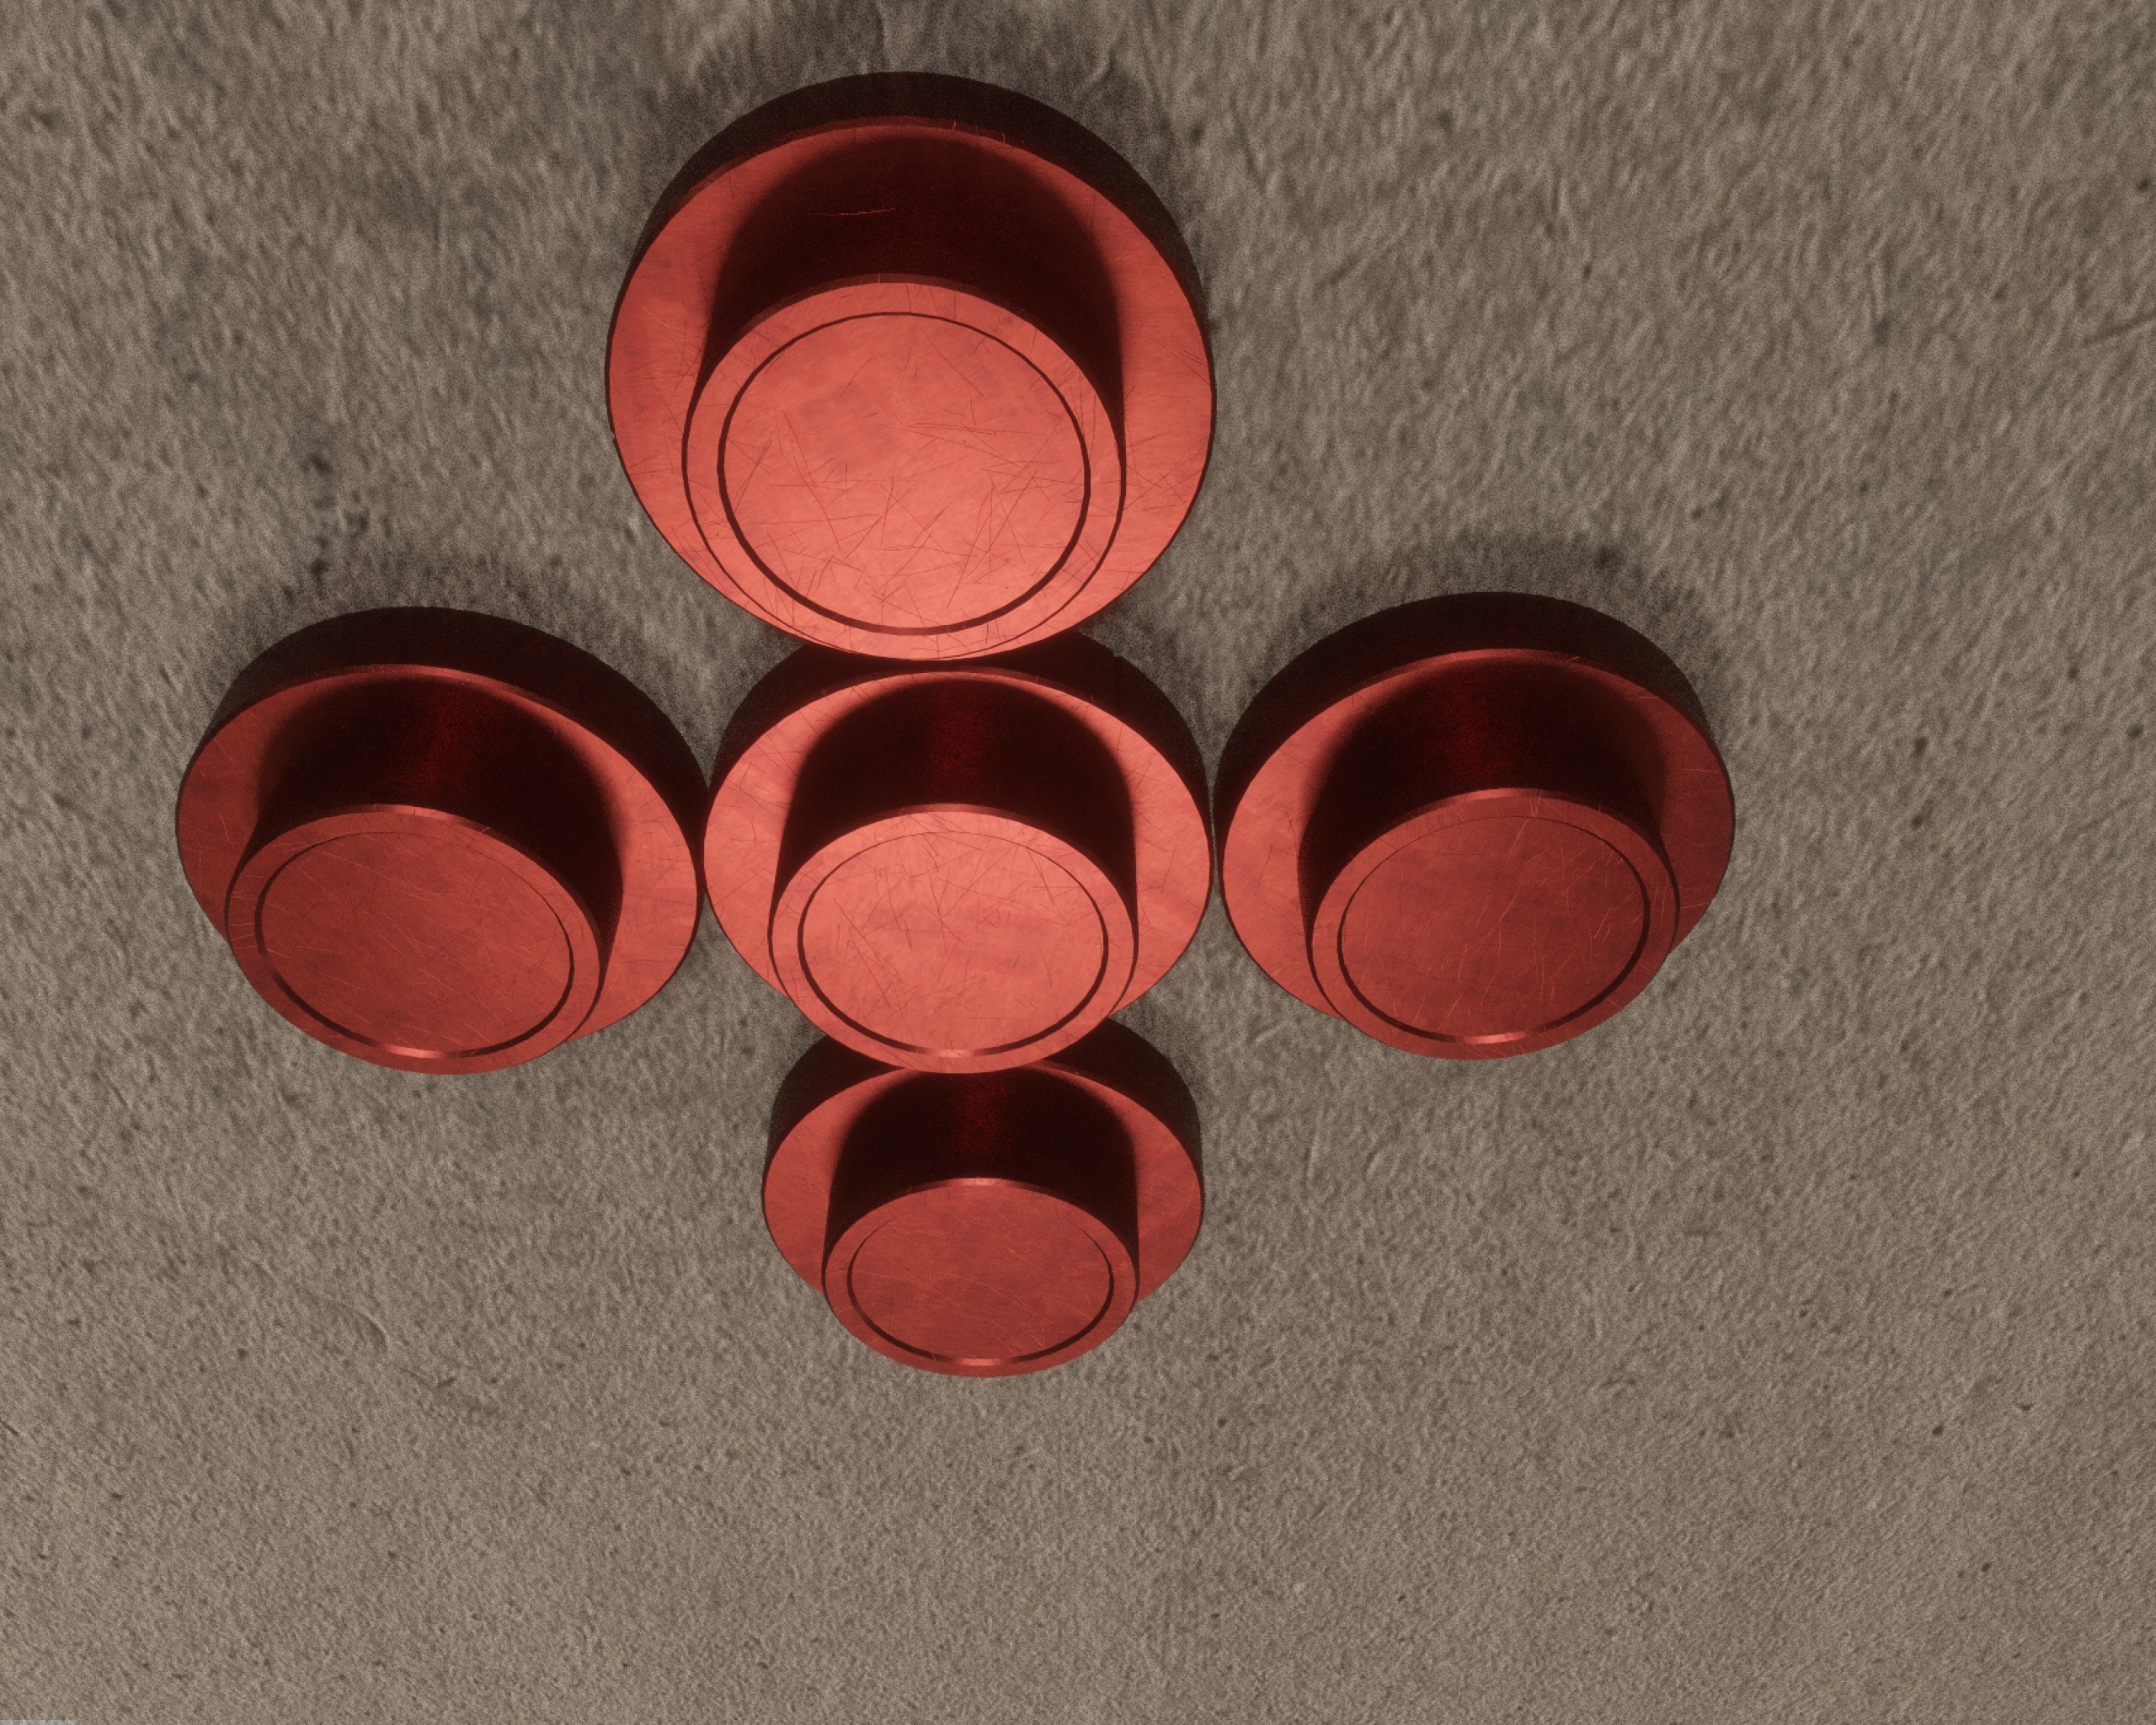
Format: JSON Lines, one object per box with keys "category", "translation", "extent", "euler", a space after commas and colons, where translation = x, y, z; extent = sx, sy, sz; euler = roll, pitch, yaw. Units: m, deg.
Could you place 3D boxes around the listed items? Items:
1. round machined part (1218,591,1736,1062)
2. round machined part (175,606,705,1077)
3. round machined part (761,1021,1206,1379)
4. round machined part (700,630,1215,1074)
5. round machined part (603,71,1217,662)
{"category": "round machined part", "translation": [0.076, 0.000, 0.399], "extent": [0.099, 0.042, 0.097], "euler": [-1, 130, 0]}
{"category": "round machined part", "translation": [-0.122, 0.003, 0.398], "extent": [0.099, 0.042, 0.097], "euler": [-1, 130, 0]}
{"category": "round machined part", "translation": [-0.021, 0.078, 0.463], "extent": [0.099, 0.042, 0.097], "euler": [-1, 130, 0]}
{"category": "round machined part", "translation": [-0.023, 0.003, 0.400], "extent": [0.099, 0.042, 0.097], "euler": [-1, 130, 0]}
{"category": "round machined part", "translation": [-0.027, -0.072, 0.336], "extent": [0.099, 0.042, 0.097], "euler": [-1, 130, 0]}
